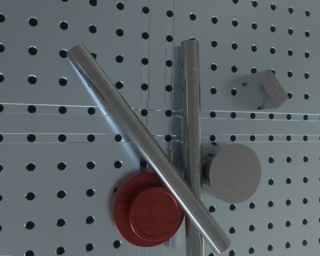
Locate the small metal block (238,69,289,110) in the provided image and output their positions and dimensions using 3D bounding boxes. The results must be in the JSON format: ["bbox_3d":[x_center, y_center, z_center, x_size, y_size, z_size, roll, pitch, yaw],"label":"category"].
[{"bbox_3d":[0.150,-0.055,0.454,0.025,0.050,0.050,-42,104,-15],"label":"small metal block"}]

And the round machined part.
[{"bbox_3d":[-0.011,0.105,0.400,0.099,0.042,0.097,0,90,-20],"label":"round machined part"}]

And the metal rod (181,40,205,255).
[{"bbox_3d":[0.044,0.031,0.413,0.025,0.025,0.298,1,84,-20],"label":"metal rod"}]

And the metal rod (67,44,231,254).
[{"bbox_3d":[-0.013,0.026,0.377,0.025,0.025,0.299,-37,91,-16],"label":"metal rod"}]

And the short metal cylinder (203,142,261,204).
[{"bbox_3d":[0.092,0.060,0.433,0.081,0.050,0.080,0,90,-20],"label":"short metal cylinder"}]
